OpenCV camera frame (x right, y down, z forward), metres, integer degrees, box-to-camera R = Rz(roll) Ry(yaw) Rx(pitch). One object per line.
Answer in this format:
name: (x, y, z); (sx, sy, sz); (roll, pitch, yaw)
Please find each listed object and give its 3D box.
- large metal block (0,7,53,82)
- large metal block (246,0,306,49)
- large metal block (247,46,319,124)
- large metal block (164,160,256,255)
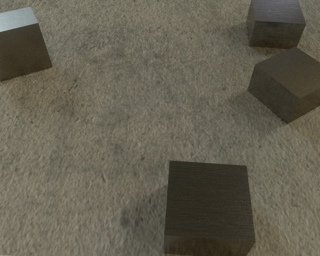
large metal block: (-0.220, -0.127, 0.471); (0.081, 0.080, 0.050); (-21, 54, -17)
large metal block: (0.200, -0.186, 0.546); (0.080, 0.050, 0.080); (5, 50, 4)
large metal block: (0.188, -0.063, 0.443); (0.081, 0.050, 0.080); (-26, 55, -20)
large metal block: (0.047, 0.083, 0.318); (0.080, 0.050, 0.080); (4, 50, 2)
